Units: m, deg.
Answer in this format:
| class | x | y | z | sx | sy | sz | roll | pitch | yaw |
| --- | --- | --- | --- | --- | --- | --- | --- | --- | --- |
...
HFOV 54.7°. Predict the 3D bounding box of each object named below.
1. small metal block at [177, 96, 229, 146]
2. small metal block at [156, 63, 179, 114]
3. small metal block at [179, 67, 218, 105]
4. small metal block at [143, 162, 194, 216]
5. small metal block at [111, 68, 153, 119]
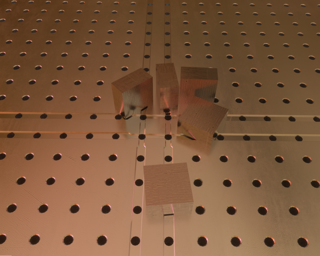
| class | x | y | z | sx | sy | sz | roll | pitch | yaw |
| --- | --- | --- | --- | --- | --- | --- | --- | --- | --- |
| small metal block | 0.058 | -0.010 | 0.417 | 0.050 | 0.025 | 0.050 | 24 | 54 | 19 |
| small metal block | 0.010 | -0.056 | 0.439 | 0.025 | 0.050 | 0.050 | -5 | 50 | -5 |
| small metal block | 0.053 | -0.059 | 0.442 | 0.050 | 0.050 | 0.025 | 3 | 50 | 2 |
| small metal block | 0.008 | 0.069 | 0.350 | 0.050 | 0.025 | 0.050 | -4 | 50 | -4 |
| small metal block | -0.037 | -0.048 | 0.431 | 0.050 | 0.050 | 0.025 | -33 | 58 | -25 |
